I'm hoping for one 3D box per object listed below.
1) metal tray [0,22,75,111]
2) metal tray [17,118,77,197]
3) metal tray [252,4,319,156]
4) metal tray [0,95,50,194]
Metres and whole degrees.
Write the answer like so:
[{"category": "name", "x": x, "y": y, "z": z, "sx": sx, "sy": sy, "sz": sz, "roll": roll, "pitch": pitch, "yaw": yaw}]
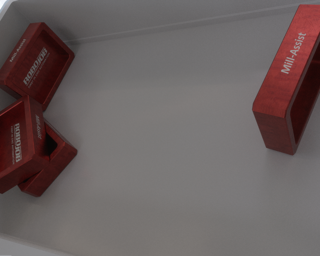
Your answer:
[{"category": "metal tray", "x": -0.213, "y": -0.106, "z": 0.541, "sx": 0.030, "sy": 0.090, "sz": 0.130, "roll": 7, "pitch": 65, "yaw": 31}, {"category": "metal tray", "x": -0.198, "y": 0.034, "z": 0.485, "sx": 0.130, "sy": 0.030, "sz": 0.090, "roll": 34, "pitch": 80, "yaw": 38}, {"category": "metal tray", "x": 0.141, "y": -0.048, "z": 0.319, "sx": 0.030, "sy": 0.090, "sz": 0.130, "roll": 18, "pitch": 71, "yaw": 35}, {"category": "metal tray", "x": -0.218, "y": 0.021, "z": 0.465, "sx": 0.090, "sy": 0.030, "sz": 0.130, "roll": -31, "pitch": 52, "yaw": 8}]
